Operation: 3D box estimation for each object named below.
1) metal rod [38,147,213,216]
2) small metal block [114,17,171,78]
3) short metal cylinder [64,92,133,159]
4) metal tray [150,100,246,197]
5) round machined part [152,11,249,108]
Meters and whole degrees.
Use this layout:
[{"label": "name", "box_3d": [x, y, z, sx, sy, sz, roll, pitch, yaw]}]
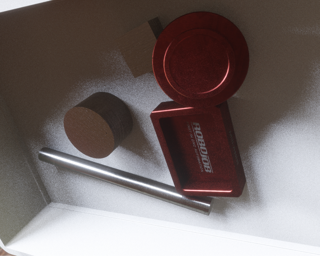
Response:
[{"label": "metal rod", "box_3d": [-0.066, 0.079, 0.489, 0.301, 0.025, 0.025, 14, 124, 20]}, {"label": "small metal block", "box_3d": [-0.017, -0.092, 0.359, 0.050, 0.025, 0.050, -16, 110, 34]}, {"label": "short metal cylinder", "box_3d": [-0.085, -0.004, 0.433, 0.080, 0.050, 0.079, 13, 124, 20]}, {"label": "metal tray", "box_3d": [0.050, 0.027, 0.394, 0.090, 0.030, 0.129, -5, 116, 30]}, {"label": "round machined part", "box_3d": [0.040, -0.067, 0.315, 0.099, 0.042, 0.097, 3, 109, 8]}]
